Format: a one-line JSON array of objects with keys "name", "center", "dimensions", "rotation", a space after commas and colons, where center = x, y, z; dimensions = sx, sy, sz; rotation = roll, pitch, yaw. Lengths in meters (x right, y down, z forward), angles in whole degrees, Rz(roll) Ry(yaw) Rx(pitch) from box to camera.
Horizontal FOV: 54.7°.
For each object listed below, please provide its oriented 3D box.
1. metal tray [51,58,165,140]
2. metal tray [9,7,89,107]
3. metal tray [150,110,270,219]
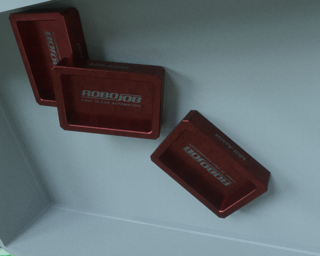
[{"name": "metal tray", "center": [-0.062, -0.036, 0.390], "dimensions": [0.131, 0.030, 0.089], "rotation": [6, 123, 4]}, {"name": "metal tray", "center": [-0.142, -0.092, 0.421], "dimensions": [0.090, 0.030, 0.129], "rotation": [7, 122, 24]}, {"name": "metal tray", "center": [0.063, 0.050, 0.401], "dimensions": [0.130, 0.030, 0.089], "rotation": [40, 129, 0]}]
